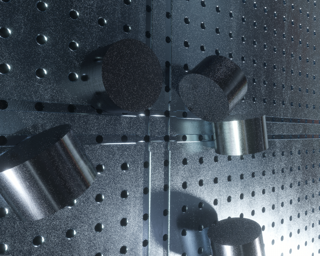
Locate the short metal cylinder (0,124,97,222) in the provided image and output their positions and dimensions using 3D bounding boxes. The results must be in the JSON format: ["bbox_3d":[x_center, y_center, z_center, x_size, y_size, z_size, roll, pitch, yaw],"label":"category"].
[{"bbox_3d":[-0.106,0.038,0.284,0.080,0.080,0.050,-38,114,-33],"label":"short metal cylinder"}]

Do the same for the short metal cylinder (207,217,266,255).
[{"bbox_3d":[0.116,0.179,0.471,0.081,0.080,0.050,-19,102,-38],"label":"short metal cylinder"}]

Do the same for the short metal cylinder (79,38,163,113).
[{"bbox_3d":[-0.044,-0.057,0.356,0.081,0.050,0.079,0,90,-40],"label":"short metal cylinder"}]

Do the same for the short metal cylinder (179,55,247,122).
[{"bbox_3d":[0.074,-0.055,0.435,0.050,0.080,0.080,-45,117,-31],"label":"short metal cylinder"}]

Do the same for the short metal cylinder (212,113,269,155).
[{"bbox_3d":[0.122,0.008,0.475,0.081,0.080,0.050,-14,99,-39],"label":"short metal cylinder"}]
